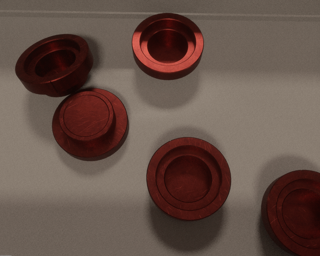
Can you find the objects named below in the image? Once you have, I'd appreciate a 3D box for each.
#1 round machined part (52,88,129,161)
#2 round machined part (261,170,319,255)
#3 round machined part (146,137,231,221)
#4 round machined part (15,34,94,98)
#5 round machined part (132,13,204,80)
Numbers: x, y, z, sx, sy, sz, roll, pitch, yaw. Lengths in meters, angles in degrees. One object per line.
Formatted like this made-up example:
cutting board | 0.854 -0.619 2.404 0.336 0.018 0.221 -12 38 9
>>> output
round machined part | -0.091 -0.009 0.403 0.099 0.042 0.098 0 70 -1
round machined part | 0.168 0.101 0.366 0.099 0.042 0.098 0 70 -1
round machined part | 0.033 0.063 0.378 0.099 0.042 0.098 0 70 -1
round machined part | -0.137 -0.080 0.417 0.098 0.042 0.098 -6 52 8
round machined part | 0.011 -0.111 0.441 0.099 0.042 0.098 0 70 -1
